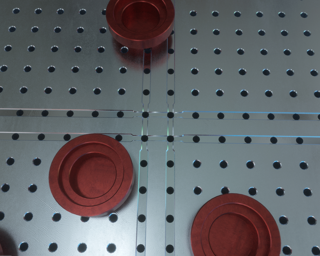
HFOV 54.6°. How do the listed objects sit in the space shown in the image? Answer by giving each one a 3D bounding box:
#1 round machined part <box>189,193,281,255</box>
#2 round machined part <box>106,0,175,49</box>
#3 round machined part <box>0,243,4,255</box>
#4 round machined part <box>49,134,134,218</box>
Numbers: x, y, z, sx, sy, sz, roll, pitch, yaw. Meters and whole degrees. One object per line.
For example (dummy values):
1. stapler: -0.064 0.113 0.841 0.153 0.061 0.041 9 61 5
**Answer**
1. round machined part: 0.083 0.127 0.357 0.099 0.042 0.098 0 70 0
2. round machined part: -0.028 -0.158 0.461 0.099 0.042 0.098 0 70 0
3. round machined part: -0.223 0.157 0.344 0.099 0.042 0.098 0 70 0
4. round machined part: -0.080 0.060 0.381 0.099 0.042 0.098 0 70 0
